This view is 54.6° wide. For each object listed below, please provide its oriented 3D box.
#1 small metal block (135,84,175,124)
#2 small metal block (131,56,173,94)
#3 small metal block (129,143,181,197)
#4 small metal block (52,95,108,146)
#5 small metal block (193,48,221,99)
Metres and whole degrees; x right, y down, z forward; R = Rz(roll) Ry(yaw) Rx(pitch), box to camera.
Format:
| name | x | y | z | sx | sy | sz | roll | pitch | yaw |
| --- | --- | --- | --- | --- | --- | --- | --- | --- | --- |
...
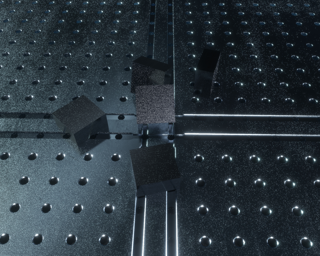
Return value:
| name | x | y | z | sx | sy | sz | roll | pitch | yaw |
| --- | --- | --- | --- | --- | --- | --- | --- | --- | --- |
| small metal block | -0.006 | -0.031 | 0.417 | 0.050 | 0.025 | 0.050 | -3 | 90 | -2 |
| small metal block | -0.013 | -0.070 | 0.447 | 0.050 | 0.050 | 0.025 | 21 | 38 | 17 |
| small metal block | -0.007 | 0.049 | 0.367 | 0.050 | 0.025 | 0.050 | -10 | 51 | -8 |
| small metal block | -0.107 | -0.011 | 0.417 | 0.050 | 0.025 | 0.050 | -37 | 59 | -27 |
| small metal block | 0.070 | -0.081 | 0.460 | 0.025 | 0.050 | 0.050 | 14 | 52 | 12 |
